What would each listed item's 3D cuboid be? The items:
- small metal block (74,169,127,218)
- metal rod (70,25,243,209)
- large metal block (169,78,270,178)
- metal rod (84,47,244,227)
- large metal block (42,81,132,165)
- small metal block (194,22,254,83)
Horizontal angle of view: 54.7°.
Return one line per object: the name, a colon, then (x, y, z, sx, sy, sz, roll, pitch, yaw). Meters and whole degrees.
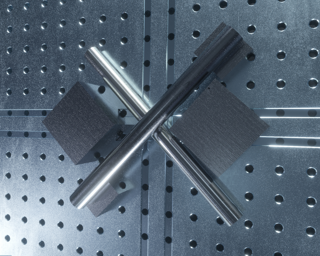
small metal block: (-0.085, 0.090, 0.442, 0.050, 0.025, 0.050, 46, 104, 14)
metal rod: (-0.014, -0.004, 0.390, 0.299, 0.025, 0.025, -47, 76, 14)
large metal block: (0.073, 0.000, 0.374, 0.080, 0.050, 0.080, 45, 104, 14)
metal rod: (-0.003, 0.002, 0.413, 0.025, 0.025, 0.300, -44, 76, 15)
large metal block: (-0.102, -0.007, 0.436, 0.080, 0.050, 0.080, -45, 76, 14)
small metal block: (0.079, -0.093, 0.385, 0.050, 0.025, 0.050, -46, 76, 14)
